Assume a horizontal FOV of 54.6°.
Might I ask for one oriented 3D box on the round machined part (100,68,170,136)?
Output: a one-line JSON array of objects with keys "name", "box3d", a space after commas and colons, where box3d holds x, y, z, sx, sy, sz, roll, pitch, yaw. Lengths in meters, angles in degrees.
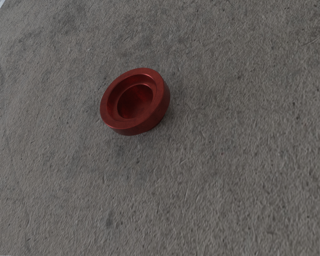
[{"name": "round machined part", "box3d": [-0.030, -0.032, 0.430, 0.098, 0.042, 0.098, -13, 56, 21]}]
